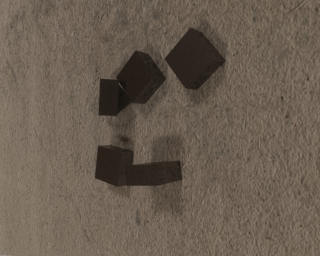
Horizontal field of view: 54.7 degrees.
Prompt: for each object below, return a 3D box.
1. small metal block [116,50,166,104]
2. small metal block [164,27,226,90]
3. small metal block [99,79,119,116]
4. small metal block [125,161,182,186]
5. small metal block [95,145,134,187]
[{"bbox_3d":[-0.027,-0.069,0.425,0.050,0.025,0.050,-47,62,29],"label":"small metal block"},{"bbox_3d":[0.041,-0.082,0.370,0.050,0.025,0.050,-46,63,30],"label":"small metal block"},{"bbox_3d":[-0.075,-0.043,0.447,0.050,0.025,0.050,-163,76,-79],"label":"small metal block"},{"bbox_3d":[-0.008,0.057,0.393,0.050,0.050,0.025,-9,85,39],"label":"small metal block"},{"bbox_3d":[-0.068,0.055,0.459,0.050,0.025,0.050,11,97,39],"label":"small metal block"}]
